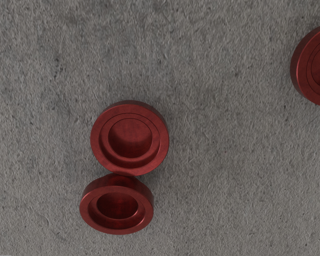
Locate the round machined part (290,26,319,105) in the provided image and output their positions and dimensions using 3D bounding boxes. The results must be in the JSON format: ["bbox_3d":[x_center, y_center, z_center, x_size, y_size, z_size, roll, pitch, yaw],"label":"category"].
[{"bbox_3d":[0.206,-0.077,0.374,0.099,0.042,0.097,0,110,0],"label":"round machined part"}]

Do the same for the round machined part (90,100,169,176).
[{"bbox_3d":[-0.038,0.010,0.404,0.099,0.042,0.097,0,110,0],"label":"round machined part"}]

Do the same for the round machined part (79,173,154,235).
[{"bbox_3d":[-0.058,0.100,0.429,0.099,0.042,0.097,0,125,0],"label":"round machined part"}]
